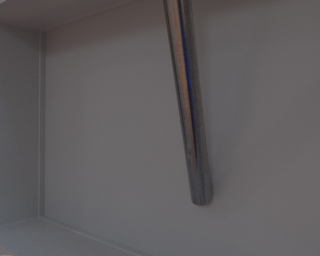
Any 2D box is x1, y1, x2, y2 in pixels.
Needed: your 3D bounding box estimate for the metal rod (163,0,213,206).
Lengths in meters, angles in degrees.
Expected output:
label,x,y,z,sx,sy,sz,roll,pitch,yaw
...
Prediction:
label,x,y,z,sx,sy,sz,roll,pitch,yaw
metal rod,0.026,-0.050,0.306,0.025,0.025,0.298,11,122,39
